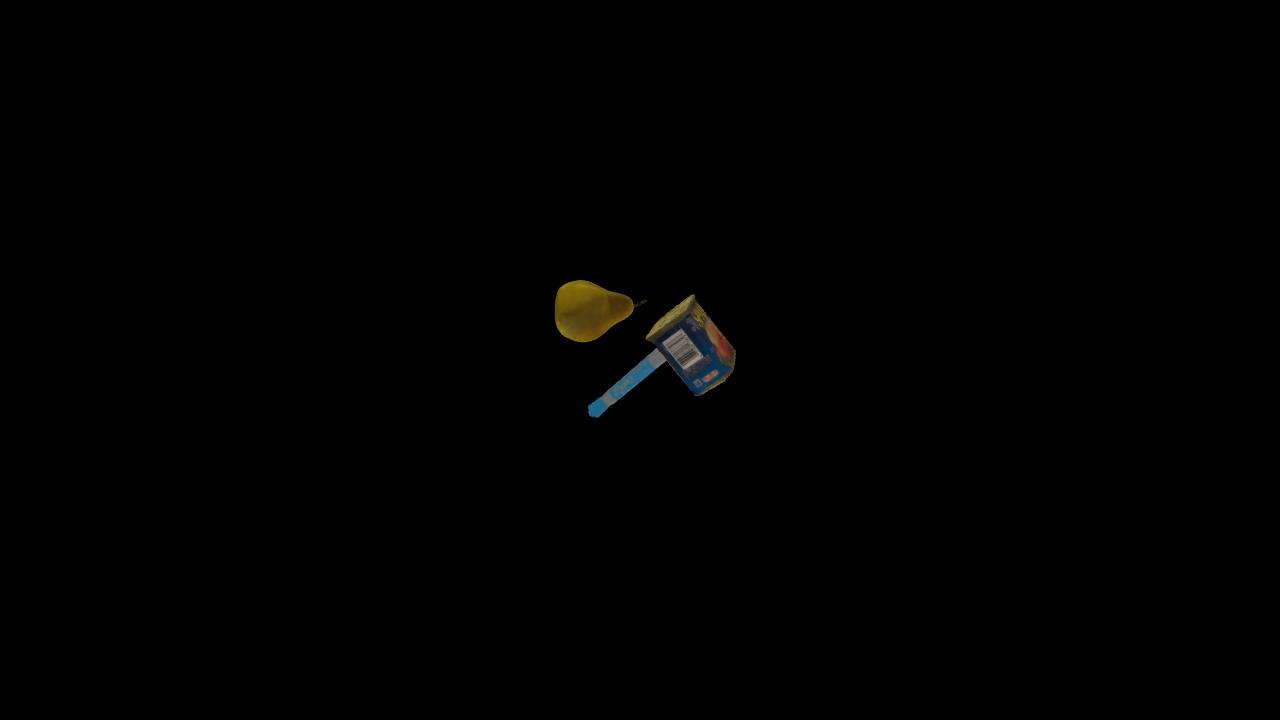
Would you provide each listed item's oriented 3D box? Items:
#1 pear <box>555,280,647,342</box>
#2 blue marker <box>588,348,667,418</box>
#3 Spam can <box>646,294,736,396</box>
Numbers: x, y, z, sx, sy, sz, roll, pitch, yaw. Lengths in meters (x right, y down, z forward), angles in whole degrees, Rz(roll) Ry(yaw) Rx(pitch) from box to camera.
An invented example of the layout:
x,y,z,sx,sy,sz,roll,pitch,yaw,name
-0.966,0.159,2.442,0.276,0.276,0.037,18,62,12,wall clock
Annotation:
x,y,z,sx,sy,sz,roll,pitch,yaw,name
-0.046,-0.059,0.742,0.111,0.080,0.080,0,0,-3,pear
-0.018,0.029,0.725,0.121,0.020,0.020,-40,-18,22,blue marker
0.059,-0.016,0.677,0.058,0.085,0.101,-36,7,19,Spam can
